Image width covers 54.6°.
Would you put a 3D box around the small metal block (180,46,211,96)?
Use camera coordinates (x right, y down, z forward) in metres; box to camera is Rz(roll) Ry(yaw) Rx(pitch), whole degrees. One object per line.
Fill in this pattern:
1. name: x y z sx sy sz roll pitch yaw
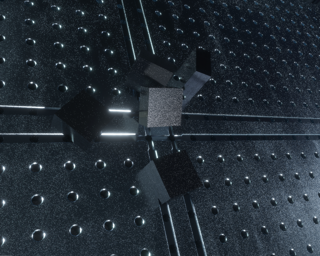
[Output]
1. small metal block: 0.053 -0.086 0.473 0.025 0.050 0.050 17 55 -19

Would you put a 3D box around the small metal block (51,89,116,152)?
1. small metal block: -0.089 -0.009 0.365 0.050 0.025 0.050 39 51 -2

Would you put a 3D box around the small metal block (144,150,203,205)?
1. small metal block: 0.017 0.059 0.380 0.050 0.025 0.050 -13 69 -34

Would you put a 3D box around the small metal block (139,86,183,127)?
1. small metal block: 0.001 -0.029 0.409 0.050 0.025 0.050 -3 103 -30

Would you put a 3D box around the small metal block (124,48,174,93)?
1. small metal block: -0.015 -0.073 0.425 0.050 0.050 0.025 24 38 -14
